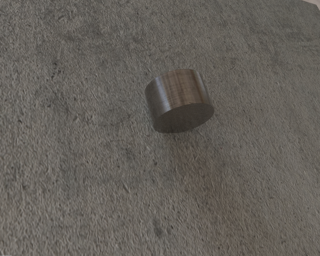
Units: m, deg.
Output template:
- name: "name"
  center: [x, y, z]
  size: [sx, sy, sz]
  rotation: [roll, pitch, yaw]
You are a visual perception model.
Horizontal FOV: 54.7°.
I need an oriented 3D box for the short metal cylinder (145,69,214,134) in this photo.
- name: "short metal cylinder"
  center: [0.025, -0.033, 0.405]
  size: [0.081, 0.080, 0.050]
  rotation: [-1, 63, -29]
